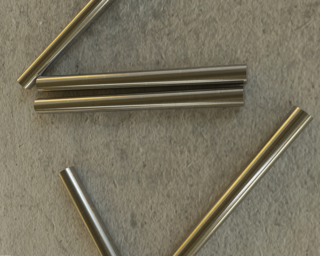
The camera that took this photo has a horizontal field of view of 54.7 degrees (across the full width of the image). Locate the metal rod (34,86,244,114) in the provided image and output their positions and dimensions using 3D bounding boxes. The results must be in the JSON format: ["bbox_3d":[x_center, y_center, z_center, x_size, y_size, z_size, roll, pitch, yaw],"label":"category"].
[{"bbox_3d":[-0.041,-0.036,0.422,0.301,0.025,0.025,-1,90,19],"label":"metal rod"}]

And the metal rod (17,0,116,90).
[{"bbox_3d":[-0.100,-0.163,0.442,0.299,0.025,0.025,-41,78,15],"label":"metal rod"}]

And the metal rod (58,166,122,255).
[{"bbox_3d":[-0.061,0.188,0.429,0.025,0.025,0.299,-34,79,16],"label":"metal rod"}]

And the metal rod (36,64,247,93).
[{"bbox_3d":[-0.037,-0.065,0.421,0.301,0.025,0.025,0,90,19],"label":"metal rod"}]

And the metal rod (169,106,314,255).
[{"bbox_3d":[0.076,0.100,0.381,0.025,0.025,0.299,40,102,15],"label":"metal rod"}]
